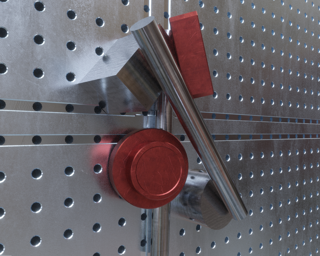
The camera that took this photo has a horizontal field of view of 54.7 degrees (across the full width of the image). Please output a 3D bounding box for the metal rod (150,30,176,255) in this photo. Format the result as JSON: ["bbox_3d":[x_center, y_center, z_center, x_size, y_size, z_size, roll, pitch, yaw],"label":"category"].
[{"bbox_3d":[0.004,0.020,0.415,0.025,0.025,0.298,3,88,-40],"label":"metal rod"}]

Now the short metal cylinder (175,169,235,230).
[{"bbox_3d":[0.069,0.102,0.454,0.081,0.050,0.079,0,90,-40],"label":"short metal cylinder"}]

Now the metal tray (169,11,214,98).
[{"bbox_3d":[0.041,-0.090,0.391,0.130,0.030,0.089,-63,140,-75],"label":"metal tray"}]

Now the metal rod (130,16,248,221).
[{"bbox_3d":[0.048,0.014,0.360,0.025,0.025,0.299,-51,128,-28],"label":"metal rod"}]

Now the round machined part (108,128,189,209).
[{"bbox_3d":[-0.009,0.049,0.372,0.099,0.042,0.097,0,90,-23],"label":"round machined part"}]

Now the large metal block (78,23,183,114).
[{"bbox_3d":[-0.032,-0.064,0.349,0.050,0.080,0.080,49,61,-29],"label":"large metal block"}]
